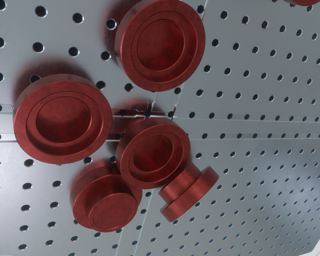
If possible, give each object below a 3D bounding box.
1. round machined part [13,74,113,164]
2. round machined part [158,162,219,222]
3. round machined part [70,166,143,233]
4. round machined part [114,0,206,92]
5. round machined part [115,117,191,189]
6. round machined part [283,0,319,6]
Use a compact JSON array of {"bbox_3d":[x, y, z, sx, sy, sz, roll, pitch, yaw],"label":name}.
[{"bbox_3d":[-0.105,-0.012,0.335,0.099,0.042,0.097,-14,124,-21],"label":"round machined part"},{"bbox_3d":[0.036,0.087,0.451,0.098,0.042,0.098,-41,172,-6],"label":"round machined part"},{"bbox_3d":[-0.069,0.104,0.426,0.099,0.042,0.097,-14,124,-21],"label":"round machined part"},{"bbox_3d":[-0.003,-0.093,0.341,0.099,0.042,0.097,-14,124,-21],"label":"round machined part"},{"bbox_3d":[-0.012,0.029,0.410,0.099,0.042,0.097,-14,123,-22],"label":"round machined part"},{"bbox_3d":[0.172,-0.200,0.369,0.099,0.042,0.097,-14,124,-21],"label":"round machined part"}]
